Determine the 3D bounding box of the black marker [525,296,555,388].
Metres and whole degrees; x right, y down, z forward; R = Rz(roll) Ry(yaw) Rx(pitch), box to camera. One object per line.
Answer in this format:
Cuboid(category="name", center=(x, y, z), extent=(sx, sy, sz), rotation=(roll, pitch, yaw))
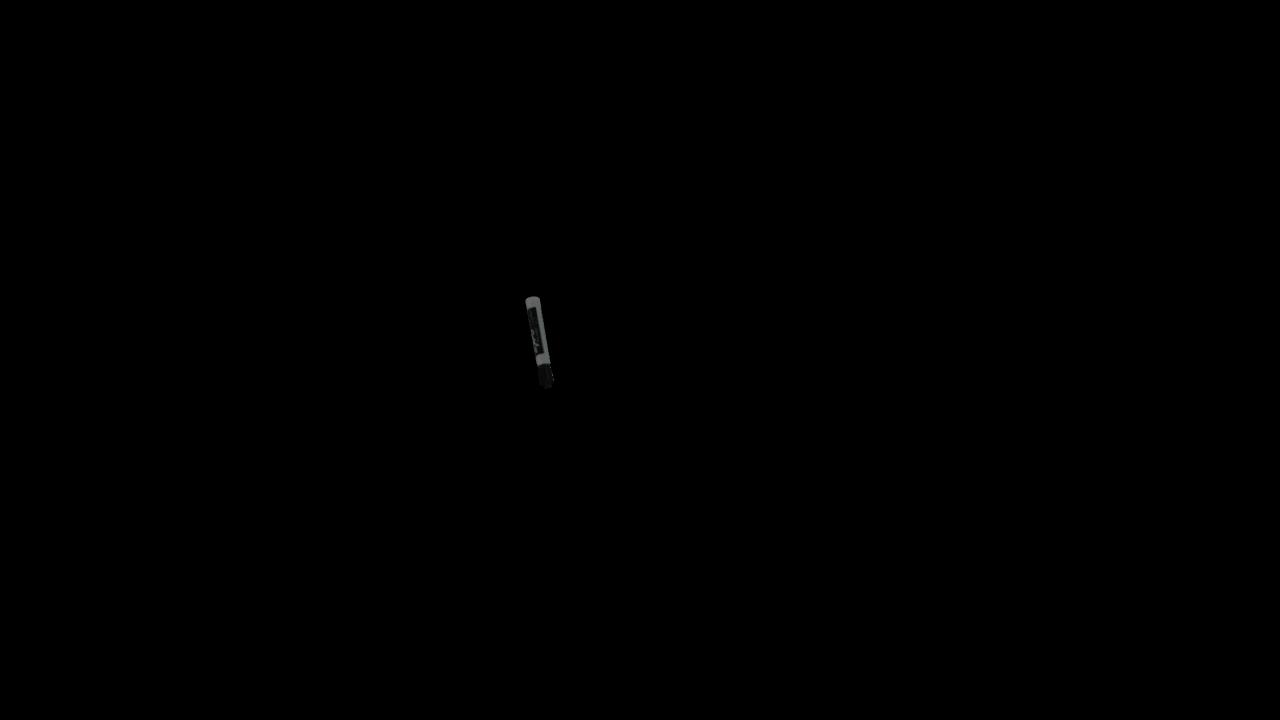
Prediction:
Cuboid(category="black marker", center=(-0.126, -0.022, 0.773), extent=(0.020, 0.121, 0.020), rotation=(-11, -19, -4))
